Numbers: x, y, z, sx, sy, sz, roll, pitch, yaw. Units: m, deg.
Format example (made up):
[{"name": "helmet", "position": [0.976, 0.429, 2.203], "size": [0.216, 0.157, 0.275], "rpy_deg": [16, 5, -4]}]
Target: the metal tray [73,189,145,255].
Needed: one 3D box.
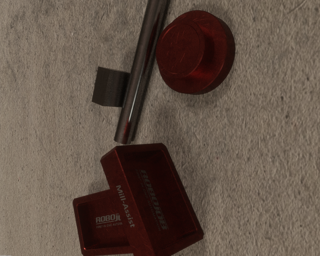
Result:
[{"name": "metal tray", "position": [-0.073, 0.138, 0.459], "size": [0.130, 0.030, 0.090], "rpy_deg": [-22, 77, 37]}]

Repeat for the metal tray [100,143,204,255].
[{"name": "metal tray", "position": [-0.008, 0.083, 0.367], "size": [0.030, 0.091, 0.130], "rpy_deg": [-36, 68, 34]}]

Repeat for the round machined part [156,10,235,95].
[{"name": "round machined part", "position": [0.034, -0.089, 0.364], "size": [0.098, 0.042, 0.097], "rpy_deg": [0, 90, 39]}]

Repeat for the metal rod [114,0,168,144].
[{"name": "metal rod", "position": [-0.015, -0.121, 0.415], "size": [0.025, 0.025, 0.298], "rpy_deg": [25, 105, 37]}]

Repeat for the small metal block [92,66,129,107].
[{"name": "small metal block", "position": [-0.065, -0.057, 0.440], "size": [0.025, 0.050, 0.050], "rpy_deg": [22, 104, 37]}]
